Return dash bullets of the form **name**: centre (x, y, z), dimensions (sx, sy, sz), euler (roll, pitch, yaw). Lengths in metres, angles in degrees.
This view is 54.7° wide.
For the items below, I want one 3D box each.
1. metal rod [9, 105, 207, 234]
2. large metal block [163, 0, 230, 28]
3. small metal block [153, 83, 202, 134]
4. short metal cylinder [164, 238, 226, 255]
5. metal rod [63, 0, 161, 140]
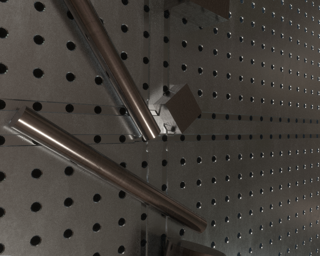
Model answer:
- **metal rod**: centre (-0.038, 0.067, 0.379), dimensions (0.301, 0.025, 0.025), euler (39, 66, -34)
- **large metal block**: centre (0.055, -0.198, 0.441), dimensions (0.081, 0.050, 0.080), euler (7, 86, -40)
- **small metal block**: centre (0.025, -0.027, 0.433), dimensions (0.050, 0.025, 0.050), euler (-45, 117, -31)
- **short metal cylinder**: centre (0.043, 0.184, 0.412), dimensions (0.080, 0.080, 0.050), euler (24, 75, -38)
- **metal rod**: centre (-0.076, -0.113, 0.346), dimensions (0.025, 0.025, 0.299), euler (-43, 116, -32)
